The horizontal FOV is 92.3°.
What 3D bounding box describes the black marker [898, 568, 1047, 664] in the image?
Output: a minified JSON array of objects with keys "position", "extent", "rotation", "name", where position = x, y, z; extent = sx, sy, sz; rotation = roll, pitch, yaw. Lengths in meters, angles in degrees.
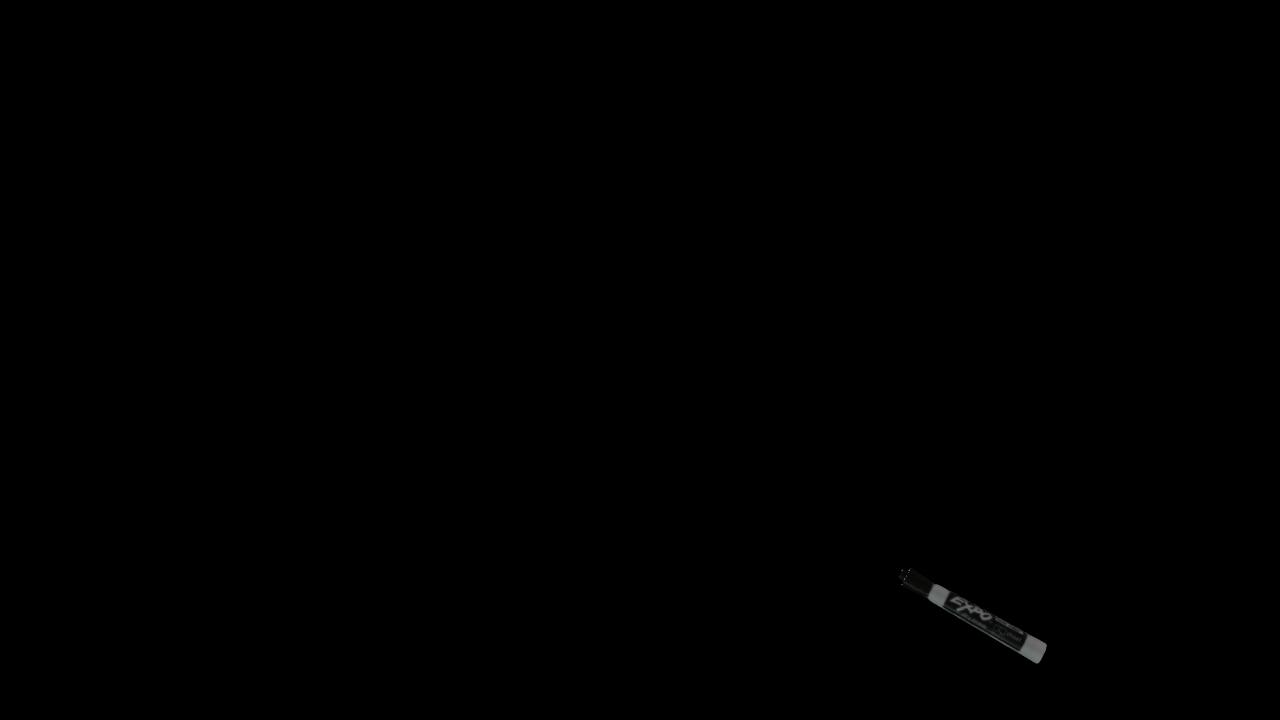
[{"position":[0.291,0.223,0.546],"extent":[0.121,0.020,0.020],"rotation":[26,14,31],"name":"black marker"}]
